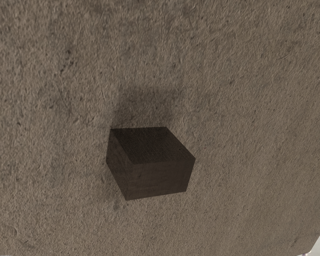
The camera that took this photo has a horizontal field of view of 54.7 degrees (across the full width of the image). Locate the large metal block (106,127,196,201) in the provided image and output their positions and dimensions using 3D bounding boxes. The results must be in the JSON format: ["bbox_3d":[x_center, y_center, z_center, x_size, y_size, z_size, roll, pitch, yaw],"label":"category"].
[{"bbox_3d":[-0.015,0.040,0.390,0.081,0.080,0.050,-2,120,-28],"label":"large metal block"}]
